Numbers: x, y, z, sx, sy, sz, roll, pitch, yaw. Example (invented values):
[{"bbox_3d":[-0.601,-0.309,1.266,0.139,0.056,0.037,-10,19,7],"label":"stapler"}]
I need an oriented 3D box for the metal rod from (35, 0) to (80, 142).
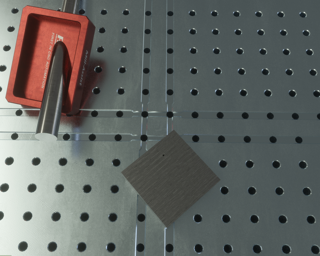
[{"bbox_3d":[-0.135,-0.121,0.434,0.025,0.025,0.299,0,62,0],"label":"metal rod"}]

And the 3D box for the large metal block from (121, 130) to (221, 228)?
[{"bbox_3d":[0.012,0.063,0.375,0.080,0.050,0.080,-39,75,-13],"label":"large metal block"}]

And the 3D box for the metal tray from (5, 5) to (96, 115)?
[{"bbox_3d":[-0.146,-0.089,0.417,0.090,0.030,0.129,12,91,4],"label":"metal tray"}]
